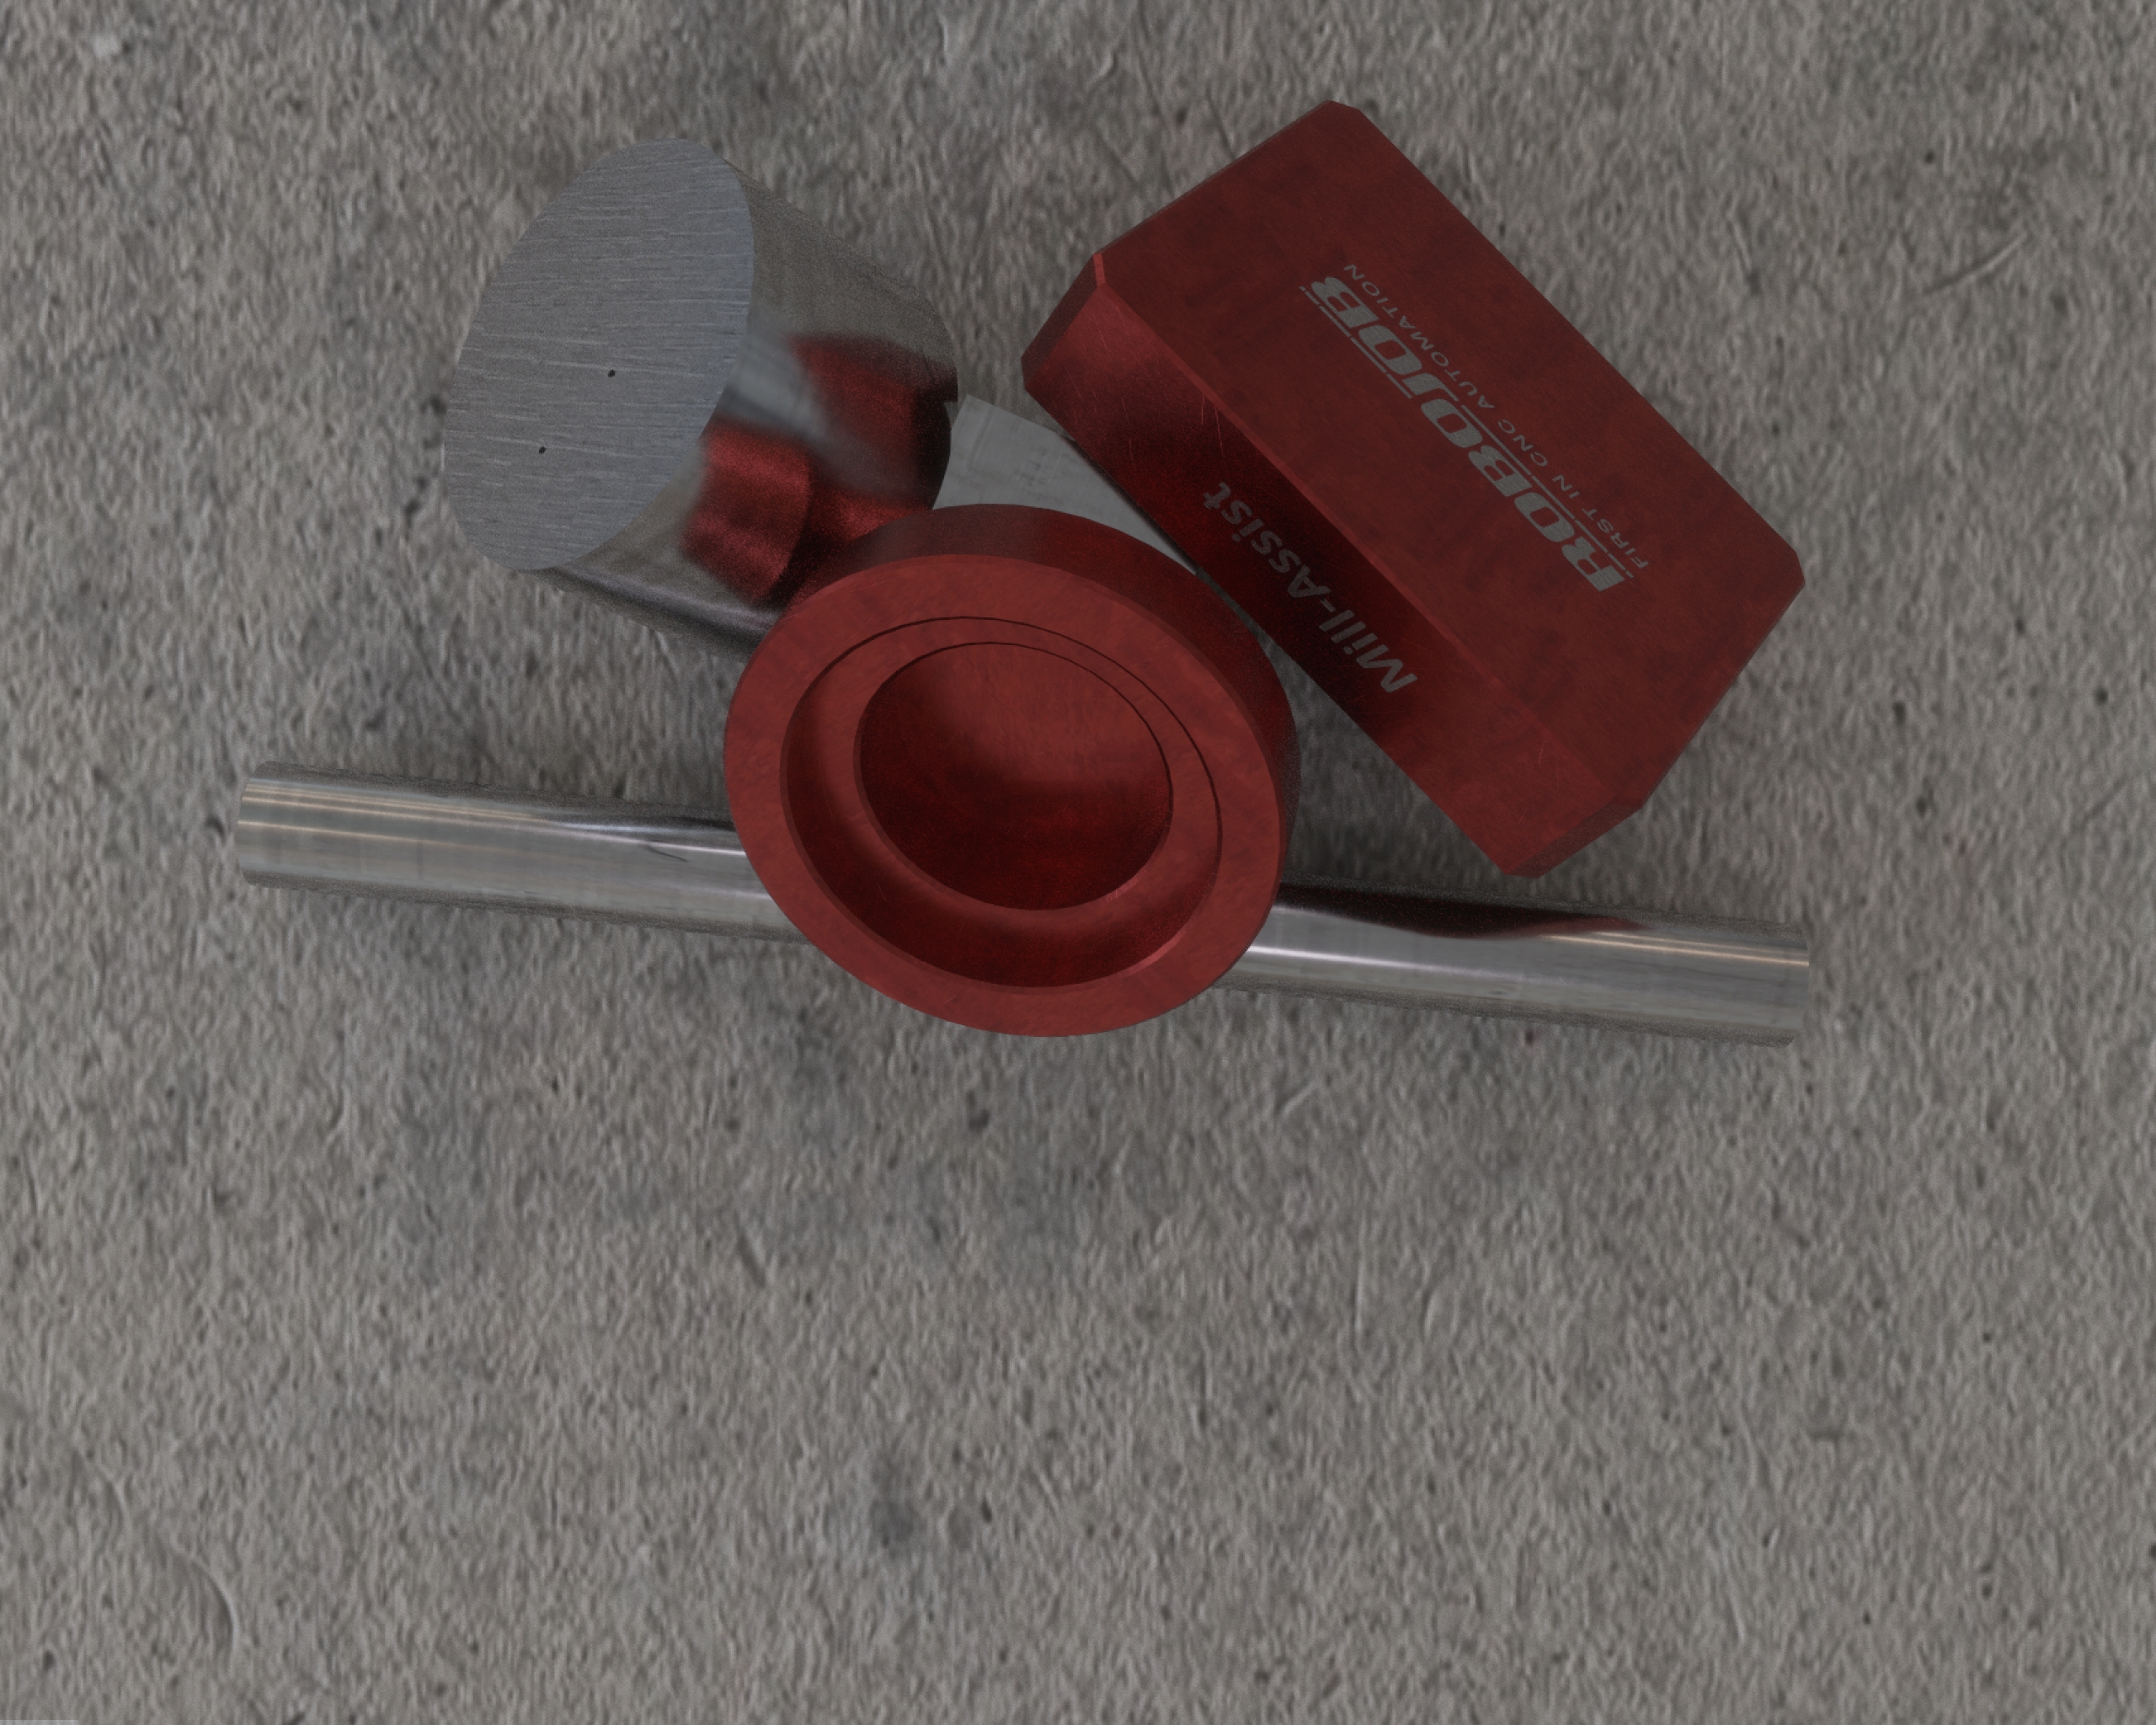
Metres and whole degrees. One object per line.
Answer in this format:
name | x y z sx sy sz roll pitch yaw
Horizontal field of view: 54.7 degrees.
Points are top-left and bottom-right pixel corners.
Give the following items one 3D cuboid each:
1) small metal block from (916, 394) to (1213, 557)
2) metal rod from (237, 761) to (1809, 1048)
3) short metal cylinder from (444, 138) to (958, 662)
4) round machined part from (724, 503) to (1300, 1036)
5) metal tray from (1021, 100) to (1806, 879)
small metal block | -0.002 -0.062 0.397 0.050 0.050 0.025 24 90 0
metal rod | -0.010 0.008 0.411 0.302 0.025 0.025 6 90 -1
short metal cylinder | -0.069 -0.082 0.378 0.080 0.050 0.080 -13 68 35
round machined part | -0.009 -0.020 0.372 0.098 0.042 0.097 7 126 10
metal tray | 0.064 -0.071 0.384 0.130 0.030 0.090 45 51 0
